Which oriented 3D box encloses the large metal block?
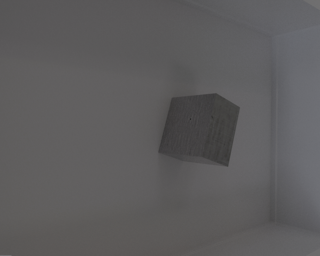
[{"bbox_3d":[0.051,0.003,0.412,0.050,0.080,0.080,23,76,-38],"label":"large metal block"}]
